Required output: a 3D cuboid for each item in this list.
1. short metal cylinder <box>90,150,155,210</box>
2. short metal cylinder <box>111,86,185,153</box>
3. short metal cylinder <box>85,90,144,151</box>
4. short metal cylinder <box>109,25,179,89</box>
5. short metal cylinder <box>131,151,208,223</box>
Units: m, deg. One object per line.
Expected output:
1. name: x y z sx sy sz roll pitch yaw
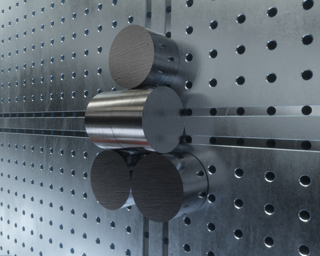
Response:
1. short metal cylinder: -0.051 0.069 0.432 0.080 0.050 0.079 0 90 39
2. short metal cylinder: -0.013 -0.010 0.383 0.050 0.081 0.079 1 91 40
3. short metal cylinder: -0.052 -0.010 0.415 0.050 0.081 0.079 1 91 40
4. short metal cylinder: -0.022 -0.090 0.409 0.080 0.050 0.079 0 90 39
5. short metal cylinder: 0.011 0.070 0.381 0.080 0.050 0.079 0 90 39
